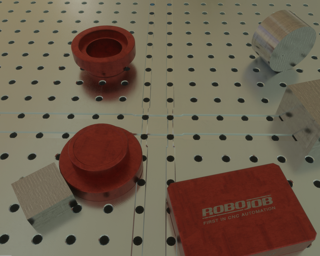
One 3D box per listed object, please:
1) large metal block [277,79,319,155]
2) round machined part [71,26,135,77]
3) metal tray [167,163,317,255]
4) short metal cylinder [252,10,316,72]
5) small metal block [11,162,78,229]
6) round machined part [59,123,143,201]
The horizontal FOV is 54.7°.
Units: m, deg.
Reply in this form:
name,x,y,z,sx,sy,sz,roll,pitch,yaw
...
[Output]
name,x,y,z,sx,sy,sz,roll,pitch,yaw
large metal block,0.217,-0.019,0.408,0.081,0.050,0.080,-12,51,-10
round machined part,-0.088,-0.119,0.496,0.099,0.042,0.098,0,50,0
metal tray,0.080,0.092,0.327,0.131,0.030,0.090,-10,51,-8
short metal cylinder,0.193,-0.136,0.487,0.081,0.080,0.050,-17,52,-14
small metal block,-0.128,0.074,0.345,0.050,0.025,0.050,-28,56,-22
round machined part,-0.070,0.033,0.368,0.099,0.042,0.098,0,50,0
